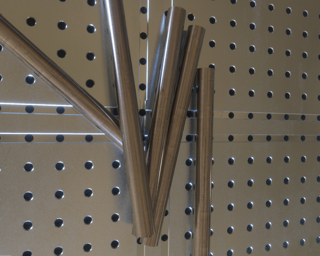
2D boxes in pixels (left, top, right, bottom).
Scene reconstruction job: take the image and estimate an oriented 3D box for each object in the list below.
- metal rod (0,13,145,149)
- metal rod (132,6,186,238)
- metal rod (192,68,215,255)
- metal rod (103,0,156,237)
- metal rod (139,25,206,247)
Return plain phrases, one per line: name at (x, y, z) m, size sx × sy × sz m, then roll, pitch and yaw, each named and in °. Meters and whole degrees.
metal rod at (-0.134, -0.069, 0.363) m, size 0.300 × 0.025 × 0.025 m, roll 43°, pitch 76°, yaw -15°
metal rod at (0.000, -0.013, 0.404) m, size 0.025 × 0.025 × 0.298 m, roll 12°, pitch 83°, yaw -20°
metal rod at (0.061, 0.066, 0.436) m, size 0.025 × 0.025 × 0.298 m, roll 2°, pitch 90°, yaw -20°
metal rod at (-0.039, -0.023, 0.376) m, size 0.025 × 0.025 × 0.298 m, roll -6°, pitch 84°, yaw -20°
metal rod at (0.018, 0.007, 0.420) m, size 0.025 × 0.025 × 0.298 m, roll 15°, pitch 85°, yaw -20°
